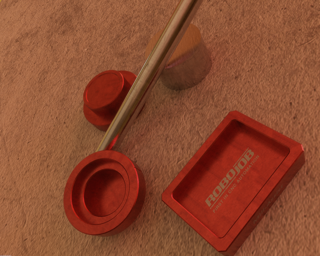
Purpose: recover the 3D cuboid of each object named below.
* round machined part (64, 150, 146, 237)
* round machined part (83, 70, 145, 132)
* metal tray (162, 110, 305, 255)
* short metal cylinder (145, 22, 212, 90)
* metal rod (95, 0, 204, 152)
[{"bbox_3d":[-0.061,0.079,0.371,0.098,0.042,0.098,-9,64,19],"label":"round machined part"},{"bbox_3d":[-0.073,-0.047,0.458,0.098,0.042,0.098,-13,56,20],"label":"round machined part"},{"bbox_3d":[0.076,0.053,0.327,0.090,0.030,0.130,35,81,38],"label":"metal tray"},{"bbox_3d":[0.027,-0.100,0.434,0.080,0.050,0.080,-13,56,20],"label":"short metal cylinder"},{"bbox_3d":[-0.013,-0.068,0.393,0.025,0.025,0.299,37,100,38],"label":"metal rod"}]
